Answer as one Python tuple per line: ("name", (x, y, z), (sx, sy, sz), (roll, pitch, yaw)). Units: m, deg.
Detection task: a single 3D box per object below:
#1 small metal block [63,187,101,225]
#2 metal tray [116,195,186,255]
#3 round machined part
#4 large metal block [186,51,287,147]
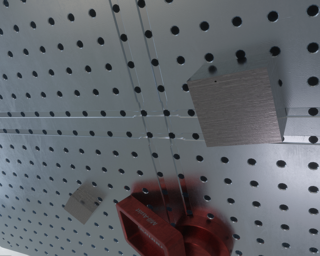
("small metal block", (-0.146, 0.146, 0.579), (0.050, 0.025, 0.050), (38, 129, 2))
("metal tray", (-0.015, 0.173, 0.488), (0.130, 0.030, 0.089), (23, 132, 46))
("round machined part", (0.061, 0.189, 0.485), (0.098, 0.042, 0.097), (13, 124, 21))
("large metal block", (0.085, -0.029, 0.333), (0.080, 0.050, 0.080), (-6, 116, 31))
